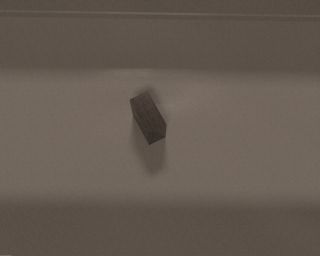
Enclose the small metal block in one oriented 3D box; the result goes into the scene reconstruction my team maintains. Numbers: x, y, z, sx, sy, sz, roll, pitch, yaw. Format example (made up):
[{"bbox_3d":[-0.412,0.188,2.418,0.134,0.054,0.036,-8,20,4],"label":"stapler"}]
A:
[{"bbox_3d":[-0.015,-0.011,0.400,0.025,0.050,0.050,-26,72,-9],"label":"small metal block"}]
